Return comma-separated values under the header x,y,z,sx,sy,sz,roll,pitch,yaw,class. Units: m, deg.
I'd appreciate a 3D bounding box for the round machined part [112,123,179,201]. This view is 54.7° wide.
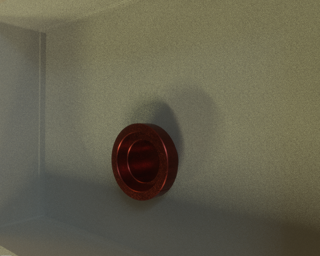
x,y,z,sx,sy,sz,roll,pitch,yaw,class
-0.015,0.043,0.406,0.098,0.042,0.097,0,90,39,round machined part
